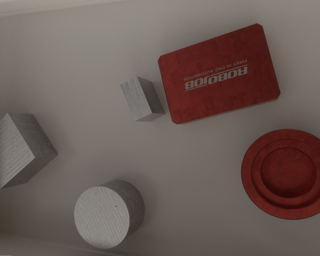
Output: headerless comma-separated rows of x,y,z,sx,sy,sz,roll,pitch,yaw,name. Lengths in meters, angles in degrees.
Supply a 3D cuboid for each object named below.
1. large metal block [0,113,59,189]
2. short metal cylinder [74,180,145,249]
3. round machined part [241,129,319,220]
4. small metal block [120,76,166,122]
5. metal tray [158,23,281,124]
-0.218,0.034,0.472,0.080,0.050,0.080,-39,78,15,large metal block
-0.067,0.114,0.420,0.080,0.050,0.079,0,90,19,short metal cylinder
0.144,0.049,0.351,0.098,0.042,0.097,0,90,19,round machined part
-0.021,-0.036,0.404,0.025,0.050,0.050,-25,82,18,small metal block
0.071,-0.062,0.383,0.130,0.030,0.090,-15,85,19,metal tray
